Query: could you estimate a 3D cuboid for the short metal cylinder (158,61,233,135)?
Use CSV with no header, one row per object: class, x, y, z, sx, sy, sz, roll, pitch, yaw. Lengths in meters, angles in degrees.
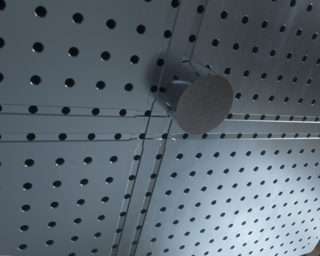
short metal cylinder,0.045,-0.039,0.395,0.081,0.050,0.080,-14,124,-21
